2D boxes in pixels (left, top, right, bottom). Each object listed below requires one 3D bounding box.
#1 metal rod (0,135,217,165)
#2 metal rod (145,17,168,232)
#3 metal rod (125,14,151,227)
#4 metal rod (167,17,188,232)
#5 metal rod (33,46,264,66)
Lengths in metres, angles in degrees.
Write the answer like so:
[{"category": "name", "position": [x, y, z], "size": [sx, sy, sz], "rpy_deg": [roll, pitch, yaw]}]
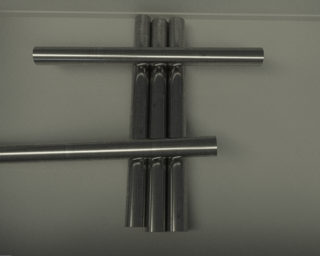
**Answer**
[{"category": "metal rod", "position": [-0.084, 0.028, 0.378], "size": [0.302, 0.025, 0.025], "rpy_deg": [-3, 70, 6]}, {"category": "metal rod", "position": [-0.003, -0.018, 0.415], "size": [0.025, 0.025, 0.299], "rpy_deg": [1, 70, 0]}, {"category": "metal rod", "position": [-0.027, -0.023, 0.417], "size": [0.025, 0.025, 0.299], "rpy_deg": [1, 70, 0]}, {"category": "metal rod", "position": [0.023, -0.019, 0.415], "size": [0.025, 0.025, 0.299], "rpy_deg": [1, 70, 0]}, {"category": "metal rod", "position": [-0.015, -0.096, 0.417], "size": [0.302, 0.025, 0.025], "rpy_deg": [0, 70, 0]}]
